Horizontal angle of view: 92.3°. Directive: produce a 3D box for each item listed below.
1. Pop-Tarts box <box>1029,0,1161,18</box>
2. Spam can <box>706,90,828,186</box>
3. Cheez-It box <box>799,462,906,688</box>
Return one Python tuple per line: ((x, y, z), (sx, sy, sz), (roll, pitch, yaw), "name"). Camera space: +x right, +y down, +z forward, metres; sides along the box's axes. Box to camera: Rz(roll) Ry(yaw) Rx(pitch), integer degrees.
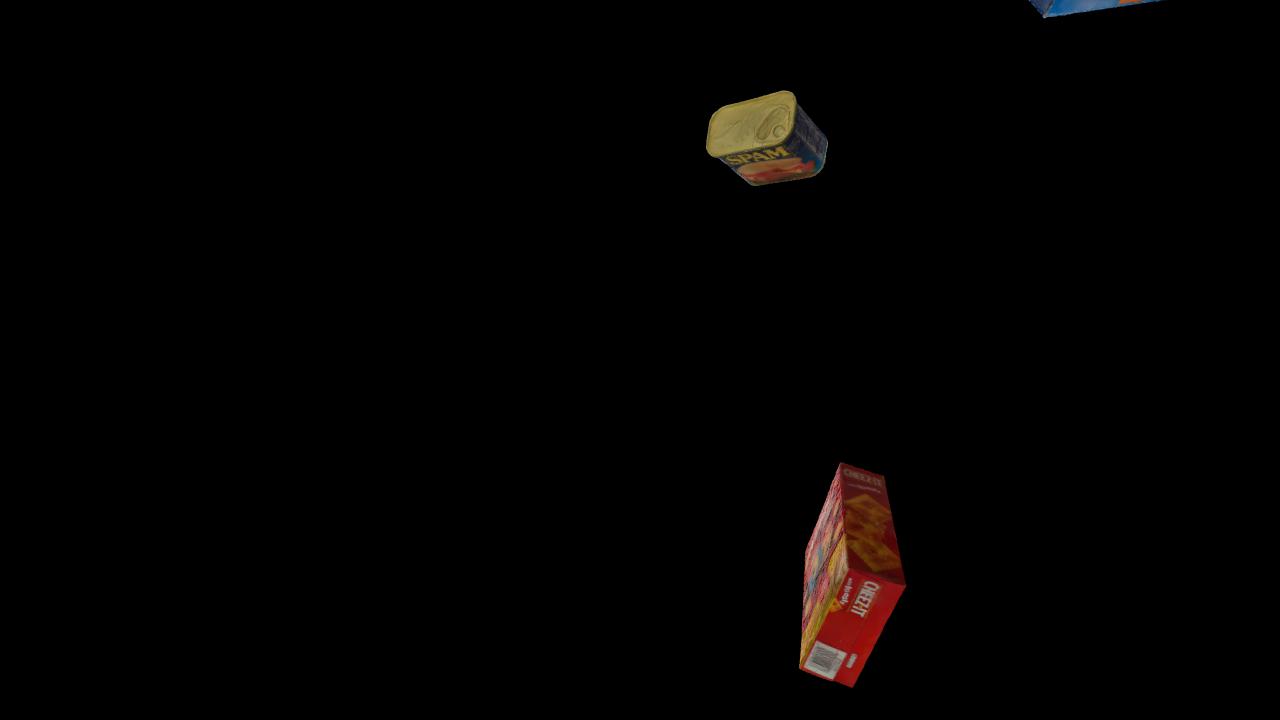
((0.309, -0.293, 0.372), (0.167, 0.141, 0.083), (-10, -32, -2), "Pop-Tarts box")
((0.136, -0.230, 0.652), (0.101, 0.058, 0.085), (4, -8, 40), "Spam can")
((0.259, 0.259, 0.774), (0.071, 0.166, 0.223), (17, 24, 9), "Cheez-It box")
